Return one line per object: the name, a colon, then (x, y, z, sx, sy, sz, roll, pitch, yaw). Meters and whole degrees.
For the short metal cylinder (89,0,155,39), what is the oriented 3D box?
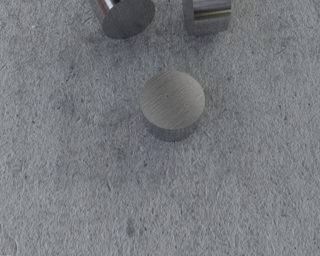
short metal cylinder: (-0.054, -0.173, 0.442, 0.080, 0.080, 0.050, -24, 72, -9)

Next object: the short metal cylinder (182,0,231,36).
short metal cylinder: (0.064, -0.176, 0.443, 0.050, 0.080, 0.080, -9, 70, -3)

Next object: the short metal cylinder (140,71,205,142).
short metal cylinder: (0.015, -0.027, 0.405, 0.081, 0.050, 0.080, 0, 70, 0)
